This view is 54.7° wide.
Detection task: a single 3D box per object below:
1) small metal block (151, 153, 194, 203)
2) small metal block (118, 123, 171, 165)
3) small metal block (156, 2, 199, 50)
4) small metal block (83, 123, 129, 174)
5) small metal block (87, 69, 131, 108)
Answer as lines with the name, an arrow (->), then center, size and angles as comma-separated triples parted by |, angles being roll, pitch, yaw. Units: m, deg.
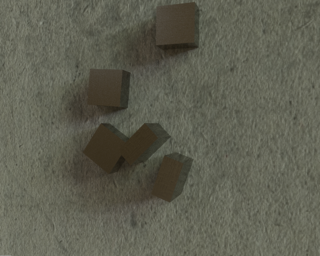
small metal block -> 0.017, 0.060, 0.389 | 0.025, 0.050, 0.050 | 21, 97, 18
small metal block -> -0.019, 0.020, 0.402 | 0.050, 0.050, 0.025 | -45, 76, 14
small metal block -> 0.023, -0.131, 0.400 | 0.050, 0.025, 0.050 | 1, 90, 19
small metal block -> -0.071, 0.028, 0.433 | 0.050, 0.025, 0.050 | 37, 101, 16
small metal block -> -0.071, -0.055, 0.433 | 0.050, 0.025, 0.050 | 5, 92, 19
